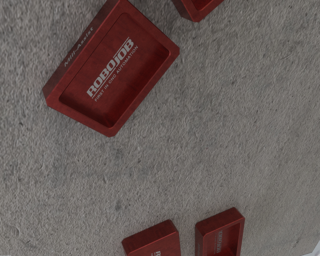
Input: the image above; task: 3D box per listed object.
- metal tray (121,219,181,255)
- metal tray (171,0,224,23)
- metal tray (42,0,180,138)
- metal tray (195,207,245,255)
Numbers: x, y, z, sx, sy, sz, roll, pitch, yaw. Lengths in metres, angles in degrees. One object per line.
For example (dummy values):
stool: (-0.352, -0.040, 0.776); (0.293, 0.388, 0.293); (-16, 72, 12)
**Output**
metal tray: (-0.010, 0.227, 0.539); (0.091, 0.030, 0.129); (-19, 126, -18)
metal tray: (0.033, -0.185, 0.306); (0.090, 0.030, 0.130); (-42, 130, 0)
metal tray: (-0.051, -0.062, 0.336); (0.090, 0.030, 0.130); (33, 100, -38)
metal tray: (0.115, 0.223, 0.603); (0.091, 0.030, 0.129); (-17, 125, -19)
